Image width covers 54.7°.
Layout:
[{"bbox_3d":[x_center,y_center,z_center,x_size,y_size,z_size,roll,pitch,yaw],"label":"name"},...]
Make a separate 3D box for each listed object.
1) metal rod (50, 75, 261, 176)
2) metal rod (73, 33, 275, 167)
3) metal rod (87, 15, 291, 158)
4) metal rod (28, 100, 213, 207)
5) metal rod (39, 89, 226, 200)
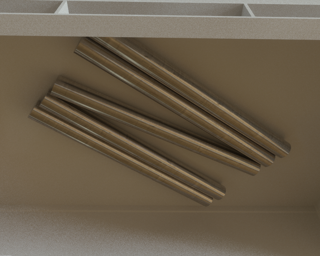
[{"bbox_3d":[0.008,0.004,0.411,0.302,0.025,0.025,23,127,-19],"label":"metal rod"},{"bbox_3d":[0.035,-0.023,0.388,0.301,0.025,0.025,29,124,-23],"label":"metal rod"},{"bbox_3d":[0.052,-0.037,0.376,0.301,0.025,0.025,29,124,-23],"label":"metal rod"},{"bbox_3d":[-0.040,0.047,0.447,0.301,0.025,0.025,31,124,-24],"label":"metal rod"},{"bbox_3d":[-0.022,0.033,0.436,0.301,0.025,0.025,31,124,-24],"label":"metal rod"}]
